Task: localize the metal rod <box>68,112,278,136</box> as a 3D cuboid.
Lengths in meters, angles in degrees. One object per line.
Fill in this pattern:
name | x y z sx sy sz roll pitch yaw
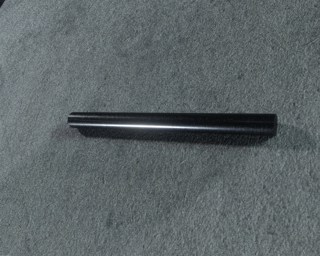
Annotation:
metal rod | -0.004 -0.008 0.413 0.300 0.025 0.025 2 63 29
